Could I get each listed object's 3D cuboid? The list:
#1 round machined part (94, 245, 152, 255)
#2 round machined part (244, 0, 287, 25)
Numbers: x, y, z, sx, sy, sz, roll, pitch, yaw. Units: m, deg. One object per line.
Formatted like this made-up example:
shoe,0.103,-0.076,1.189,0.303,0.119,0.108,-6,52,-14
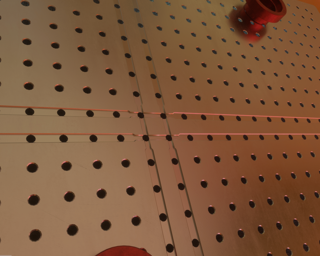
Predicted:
round machined part,-0.032,0.159,0.284,0.099,0.042,0.098,14,56,-21
round machined part,0.228,-0.270,0.688,0.099,0.042,0.098,14,56,-21
